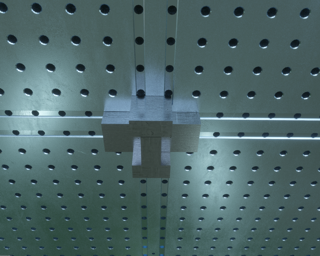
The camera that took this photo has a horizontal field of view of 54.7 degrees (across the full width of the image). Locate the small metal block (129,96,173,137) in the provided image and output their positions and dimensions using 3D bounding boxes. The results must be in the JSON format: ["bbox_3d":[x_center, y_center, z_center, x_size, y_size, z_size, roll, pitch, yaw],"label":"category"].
[{"bbox_3d":[-0.011,-0.015,0.382,0.050,0.050,0.025,1,130,-1],"label":"small metal block"}]

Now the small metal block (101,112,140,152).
[{"bbox_3d":[-0.049,0.006,0.415,0.050,0.025,0.050,0,130,-1],"label":"small metal block"}]

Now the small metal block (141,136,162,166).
[{"bbox_3d":[-0.011,0.014,0.406,0.025,0.050,0.050,1,130,-1],"label":"small metal block"}]

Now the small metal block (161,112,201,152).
[{"bbox_3d":[0.026,0.006,0.417,0.050,0.025,0.050,1,130,-1],"label":"small metal block"}]

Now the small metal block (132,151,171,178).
[{"bbox_3d":[-0.012,0.042,0.431,0.050,0.050,0.025,1,130,-1],"label":"small metal block"}]
